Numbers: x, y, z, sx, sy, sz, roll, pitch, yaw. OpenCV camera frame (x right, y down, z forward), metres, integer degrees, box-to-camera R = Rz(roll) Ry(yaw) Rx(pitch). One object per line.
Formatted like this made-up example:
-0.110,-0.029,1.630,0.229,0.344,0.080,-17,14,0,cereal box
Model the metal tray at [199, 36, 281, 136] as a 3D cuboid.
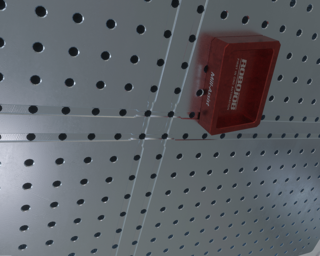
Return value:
0.108,-0.058,0.429,0.091,0.030,0.129,-9,123,-24,metal tray
